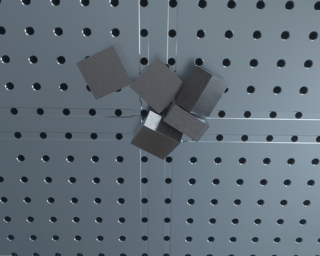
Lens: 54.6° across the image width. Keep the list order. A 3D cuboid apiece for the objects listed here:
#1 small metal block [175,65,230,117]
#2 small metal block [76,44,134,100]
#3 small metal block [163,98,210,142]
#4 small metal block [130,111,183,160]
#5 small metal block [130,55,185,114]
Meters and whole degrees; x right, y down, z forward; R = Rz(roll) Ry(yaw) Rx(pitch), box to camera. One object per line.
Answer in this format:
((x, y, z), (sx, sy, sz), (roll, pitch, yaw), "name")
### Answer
((0.053, -0.044, 0.381), (0.025, 0.050, 0.050), (39, 107, 30), "small metal block")
((-0.067, -0.070, 0.387), (0.050, 0.025, 0.050), (-23, 109, 8), "small metal block")
((0.032, -0.014, 0.395), (0.050, 0.050, 0.025), (32, 107, -12), "small metal block")
((-0.004, 0.011, 0.405), (0.050, 0.025, 0.050), (28, 142, -10), "small metal block")
((-0.002, -0.055, 0.393), (0.050, 0.025, 0.050), (43, 105, -14), "small metal block")
